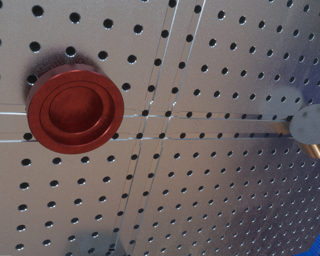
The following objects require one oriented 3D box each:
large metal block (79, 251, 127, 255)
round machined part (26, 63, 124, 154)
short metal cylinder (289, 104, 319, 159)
[{"bbox_3d":[-0.098,0.245,0.495,0.081,0.050,0.080,16,110,-35],"label":"large metal block"},{"bbox_3d":[-0.093,-0.023,0.336,0.099,0.042,0.097,-14,125,-21],"label":"round machined part"},{"bbox_3d":[0.272,0.006,0.531,0.080,0.080,0.050,-45,130,3],"label":"short metal cylinder"}]
